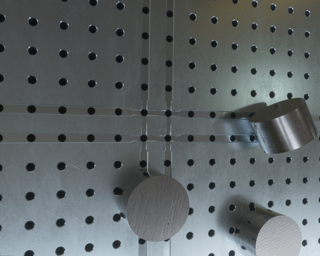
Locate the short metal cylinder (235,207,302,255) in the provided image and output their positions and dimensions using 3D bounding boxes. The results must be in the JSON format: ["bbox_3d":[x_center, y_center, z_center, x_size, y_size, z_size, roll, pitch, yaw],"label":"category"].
[{"bbox_3d":[0.159,0.163,0.458,0.081,0.050,0.079,0,90,-20],"label":"short metal cylinder"}]

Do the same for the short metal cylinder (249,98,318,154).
[{"bbox_3d":[0.177,-0.004,0.449,0.080,0.080,0.050,-29,100,-18],"label":"short metal cylinder"}]

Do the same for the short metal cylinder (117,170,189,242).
[{"bbox_3d":[-0.010,0.097,0.396,0.081,0.050,0.079,0,90,-20],"label":"short metal cylinder"}]
